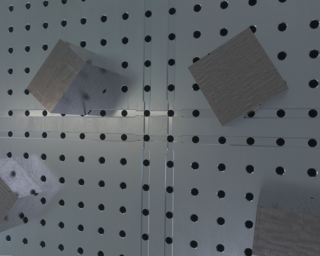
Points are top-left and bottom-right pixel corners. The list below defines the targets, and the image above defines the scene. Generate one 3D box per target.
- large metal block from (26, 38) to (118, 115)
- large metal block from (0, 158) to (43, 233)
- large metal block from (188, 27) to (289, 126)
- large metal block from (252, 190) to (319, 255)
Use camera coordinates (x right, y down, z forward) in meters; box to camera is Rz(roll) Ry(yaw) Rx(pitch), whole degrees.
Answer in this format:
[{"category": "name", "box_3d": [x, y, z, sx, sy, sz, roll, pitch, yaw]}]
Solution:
[{"category": "large metal block", "box_3d": [-0.118, -0.065, 0.426, 0.050, 0.080, 0.080, 43, 103, 15]}, {"category": "large metal block", "box_3d": [-0.248, 0.105, 0.488, 0.080, 0.050, 0.080, 42, 103, 15]}, {"category": "large metal block", "box_3d": [0.092, -0.056, 0.367, 0.080, 0.050, 0.080, -32, 80, 17]}, {"category": "large metal block", "box_3d": [0.145, 0.105, 0.332, 0.080, 0.080, 0.050, 7, 92, 20]}]
